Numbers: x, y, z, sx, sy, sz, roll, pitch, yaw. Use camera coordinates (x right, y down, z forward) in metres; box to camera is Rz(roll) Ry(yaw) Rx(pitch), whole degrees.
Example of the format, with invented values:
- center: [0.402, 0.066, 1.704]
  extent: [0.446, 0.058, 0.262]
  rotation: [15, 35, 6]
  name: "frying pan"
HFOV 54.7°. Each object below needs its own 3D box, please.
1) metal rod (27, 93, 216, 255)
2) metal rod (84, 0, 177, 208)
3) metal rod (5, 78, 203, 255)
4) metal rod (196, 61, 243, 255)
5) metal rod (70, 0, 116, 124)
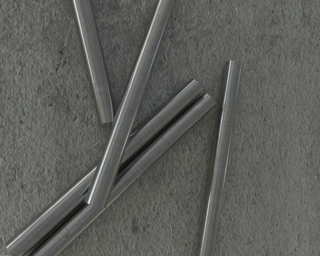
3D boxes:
- center: [-0.039, 0.059, 0.394]
  extent: [0.301, 0.025, 0.025]
  rotation: [-43, 104, -15]
  name: "metal rod"
- center: [-0.029, -0.052, 0.382]
  extent: [0.025, 0.025, 0.299]
  rotation: [22, 77, -19]
  name: "metal rod"
- center: [-0.057, 0.040, 0.387]
  extent: [0.301, 0.025, 0.025]
  rotation: [-42, 104, -15]
  name: "metal rod"
- center: [0.083, 0.053, 0.439]
  extent: [0.025, 0.025, 0.298]
  rotation: [11, 86, -20]
  name: "metal rod"
- center: [-0.095, -0.153, 0.373]
  extent: [0.025, 0.025, 0.298]
  rotation: [-14, 95, -20]
  name: "metal rod"
